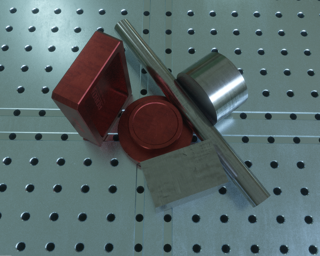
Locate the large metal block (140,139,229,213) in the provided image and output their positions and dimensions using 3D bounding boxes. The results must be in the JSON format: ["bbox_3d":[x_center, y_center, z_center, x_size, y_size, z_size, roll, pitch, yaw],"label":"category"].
[{"bbox_3d":[0.025,0.059,0.361,0.081,0.080,0.050,-18,71,-7],"label":"large metal block"}]

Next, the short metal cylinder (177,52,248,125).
[{"bbox_3d":[0.066,-0.050,0.400,0.050,0.080,0.080,-35,74,-12],"label":"short metal cylinder"}]

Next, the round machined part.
[{"bbox_3d":[-0.006,0.001,0.402,0.099,0.042,0.098,0,70,-1],"label":"round machined part"}]

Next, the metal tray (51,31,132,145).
[{"bbox_3d":[-0.073,-0.040,0.370,0.030,0.130,0.090,26,72,9],"label":"metal tray"}]

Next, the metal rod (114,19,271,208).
[{"bbox_3d":[0.032,-0.030,0.401,0.025,0.025,0.299,-34,74,-12],"label":"metal rod"}]
